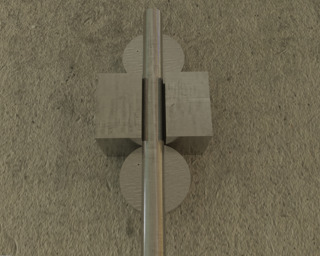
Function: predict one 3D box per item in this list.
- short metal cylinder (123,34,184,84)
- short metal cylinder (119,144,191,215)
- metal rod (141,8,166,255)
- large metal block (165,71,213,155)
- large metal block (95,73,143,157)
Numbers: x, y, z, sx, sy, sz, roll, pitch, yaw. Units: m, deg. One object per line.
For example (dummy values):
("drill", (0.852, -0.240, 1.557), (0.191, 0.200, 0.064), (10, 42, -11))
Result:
("short metal cylinder", (-0.008, -0.082, 0.426), (0.081, 0.050, 0.080), (0, 69, 0))
("short metal cylinder", (-0.006, 0.065, 0.373), (0.081, 0.050, 0.080), (0, 69, 0))
("metal rod", (-0.008, -0.010, 0.359), (0.025, 0.025, 0.299), (-1, 70, 0))
("large metal block", (0.031, -0.015, 0.386), (0.050, 0.080, 0.080), (-1, 70, 0))
("large metal block", (-0.046, -0.013, 0.384), (0.050, 0.080, 0.080), (-1, 70, 0))
